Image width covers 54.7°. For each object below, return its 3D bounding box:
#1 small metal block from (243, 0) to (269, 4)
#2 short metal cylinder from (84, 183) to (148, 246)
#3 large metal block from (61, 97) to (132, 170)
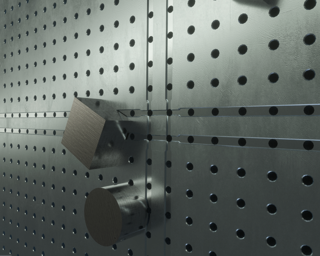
[{"bbox_3d":[0.097,-0.164,0.329,0.050,0.025,0.050,28,108,36],"label":"small metal block"},{"bbox_3d":[-0.064,0.122,0.446,0.080,0.050,0.080,0,90,40],"label":"short metal cylinder"},{"bbox_3d":[-0.099,0.007,0.475,0.080,0.050,0.079,34,111,35],"label":"large metal block"}]
